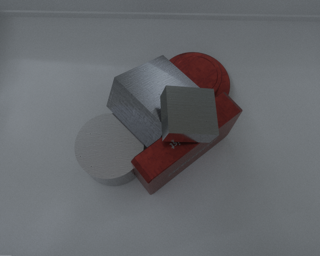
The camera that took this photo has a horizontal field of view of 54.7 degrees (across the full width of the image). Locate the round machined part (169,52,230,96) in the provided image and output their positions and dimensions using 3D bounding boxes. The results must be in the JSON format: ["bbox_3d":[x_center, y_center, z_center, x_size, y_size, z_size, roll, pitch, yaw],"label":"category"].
[{"bbox_3d":[0.047,-0.063,0.422,0.099,0.042,0.098,0,70,-1],"label":"round machined part"}]

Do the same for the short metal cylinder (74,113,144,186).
[{"bbox_3d":[-0.059,0.028,0.383,0.081,0.050,0.080,0,70,0],"label":"short metal cylinder"}]

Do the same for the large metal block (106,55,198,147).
[{"bbox_3d":[-0.003,-0.031,0.368,0.080,0.050,0.081,45,51,14],"label":"large metal block"}]

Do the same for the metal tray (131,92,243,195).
[{"bbox_3d":[0.030,0.021,0.365,0.131,0.090,0.030,-36,74,-13],"label":"metal tray"}]

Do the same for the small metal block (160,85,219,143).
[{"bbox_3d":[0.029,-0.013,0.312,0.050,0.025,0.050,2,69,-14],"label":"small metal block"}]
